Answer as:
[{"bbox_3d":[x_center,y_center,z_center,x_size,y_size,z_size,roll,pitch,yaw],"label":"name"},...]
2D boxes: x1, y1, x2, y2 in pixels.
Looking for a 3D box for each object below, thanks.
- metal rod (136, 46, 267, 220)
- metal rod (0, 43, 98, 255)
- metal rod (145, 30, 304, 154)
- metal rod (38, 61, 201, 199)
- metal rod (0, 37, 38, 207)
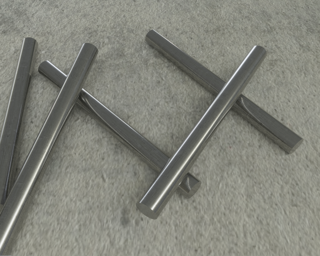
[{"bbox_3d":[0.067,-0.016,0.383,0.025,0.025,0.301,26,54,20],"label":"metal rod"},{"bbox_3d":[-0.132,0.007,0.373,0.025,0.025,0.300,9,57,7],"label":"metal rod"},{"bbox_3d":[0.078,-0.068,0.461,0.025,0.025,0.300,-31,57,-24],"label":"metal rod"},{"bbox_3d":[-0.069,-0.012,0.411,0.300,0.025,0.025,37,59,26],"label":"metal rod"},{"bbox_3d":[-0.196,-0.028,0.423,0.025,0.025,0.300,-6,50,-6],"label":"metal rod"}]
